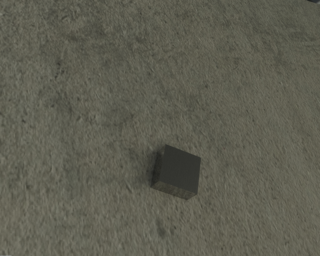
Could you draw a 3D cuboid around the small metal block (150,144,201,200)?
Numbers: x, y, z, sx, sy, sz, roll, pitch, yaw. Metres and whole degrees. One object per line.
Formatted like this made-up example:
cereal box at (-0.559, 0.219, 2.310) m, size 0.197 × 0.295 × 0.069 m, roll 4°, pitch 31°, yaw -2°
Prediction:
small metal block at (0.020, 0.054, 0.381) m, size 0.050 × 0.025 × 0.050 m, roll 22°, pitch 54°, yaw -15°
